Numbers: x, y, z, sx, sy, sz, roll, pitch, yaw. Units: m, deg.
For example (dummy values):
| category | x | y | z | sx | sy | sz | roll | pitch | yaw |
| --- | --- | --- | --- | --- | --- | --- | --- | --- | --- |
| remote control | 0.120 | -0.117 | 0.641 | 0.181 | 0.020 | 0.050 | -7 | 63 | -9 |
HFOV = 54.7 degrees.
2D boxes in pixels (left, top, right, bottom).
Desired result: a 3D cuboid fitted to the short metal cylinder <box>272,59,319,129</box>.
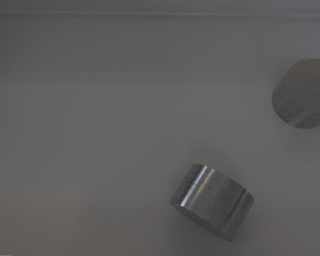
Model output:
| category | x | y | z | sx | sy | sz | roll | pitch | yaw |
| --- | --- | --- | --- | --- | --- | --- | --- | --- | --- |
| short metal cylinder | 0.199 | -0.045 | 0.414 | 0.081 | 0.050 | 0.080 | 0 | 70 | 0 |

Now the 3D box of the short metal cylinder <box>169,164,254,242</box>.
| category | x | y | z | sx | sy | sz | roll | pitch | yaw |
| --- | --- | --- | --- | --- | --- | --- | --- | --- | --- |
| short metal cylinder | 0.058 | 0.084 | 0.350 | 0.080 | 0.080 | 0.050 | 31 | 73 | 10 |
